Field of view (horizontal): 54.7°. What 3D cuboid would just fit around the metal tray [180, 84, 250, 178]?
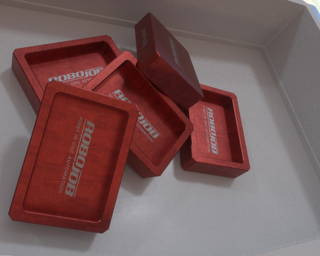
[{"bbox_3d":[0.073,0.001,0.441,0.091,0.030,0.130,12,57,-22],"label":"metal tray"}]

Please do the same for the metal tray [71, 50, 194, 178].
[{"bbox_3d":[-0.028,-0.015,0.368,0.130,0.030,0.090,48,56,-14],"label":"metal tray"}]

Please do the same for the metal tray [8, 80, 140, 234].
[{"bbox_3d":[-0.081,0.029,0.303,0.091,0.030,0.129,16,84,-19],"label":"metal tray"}]

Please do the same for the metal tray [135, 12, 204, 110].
[{"bbox_3d":[0.010,-0.093,0.420,0.090,0.030,0.130,38,27,-32],"label":"metal tray"}]

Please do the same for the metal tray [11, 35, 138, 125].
[{"bbox_3d":[-0.101,-0.065,0.386,0.131,0.030,0.090,-23,74,-36],"label":"metal tray"}]
